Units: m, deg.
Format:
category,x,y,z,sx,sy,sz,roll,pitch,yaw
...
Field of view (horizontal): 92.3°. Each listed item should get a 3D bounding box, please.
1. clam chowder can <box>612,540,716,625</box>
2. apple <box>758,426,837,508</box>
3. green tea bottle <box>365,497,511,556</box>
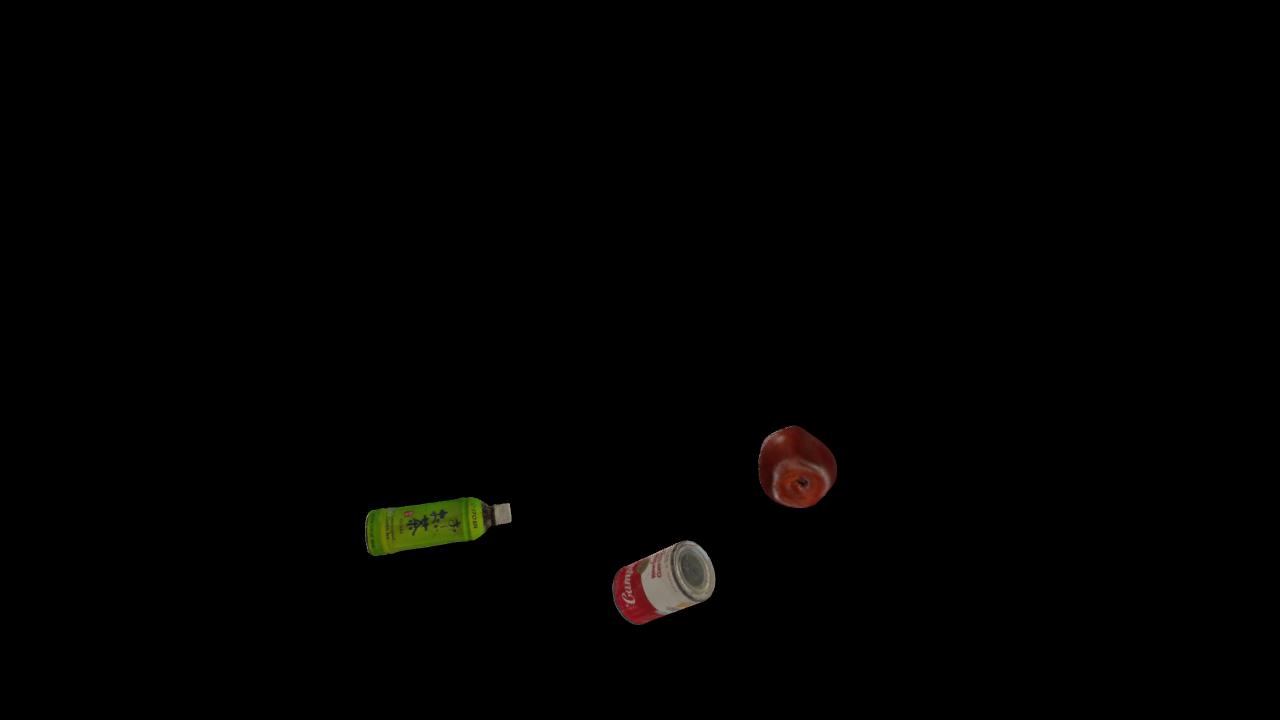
category,x,y,z,sx,sy,sz,roll,pitch,yaw
clam chowder can,0.027,0.251,0.692,0.102,0.068,0.068,-36,-22,35
apple,0.160,0.108,0.631,0.079,0.079,0.093,0,19,3
green tea bottle,-0.308,0.253,0.955,0.212,0.073,0.073,-5,1,-13
